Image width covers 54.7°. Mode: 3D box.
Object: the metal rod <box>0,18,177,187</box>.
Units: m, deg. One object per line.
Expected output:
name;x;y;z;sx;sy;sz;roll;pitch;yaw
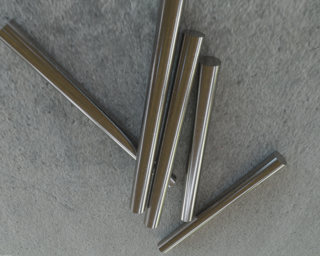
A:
metal rod;-0.072;-0.011;0.396;0.025;0.025;0.300;-29;125;22

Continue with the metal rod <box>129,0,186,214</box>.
metal rod;-0.010;-0.005;0.380;0.025;0.025;0.298;7;123;-6

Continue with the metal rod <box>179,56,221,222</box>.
metal rod;0.051;0.039;0.441;0.025;0.025;0.298;1;130;-2

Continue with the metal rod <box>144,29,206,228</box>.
metal rod;0.011;0.024;0.404;0.025;0.025;0.298;7;123;-7

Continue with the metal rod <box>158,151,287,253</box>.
metal rod;0.090;0.138;0.525;0.025;0.025;0.298;27;125;-22
